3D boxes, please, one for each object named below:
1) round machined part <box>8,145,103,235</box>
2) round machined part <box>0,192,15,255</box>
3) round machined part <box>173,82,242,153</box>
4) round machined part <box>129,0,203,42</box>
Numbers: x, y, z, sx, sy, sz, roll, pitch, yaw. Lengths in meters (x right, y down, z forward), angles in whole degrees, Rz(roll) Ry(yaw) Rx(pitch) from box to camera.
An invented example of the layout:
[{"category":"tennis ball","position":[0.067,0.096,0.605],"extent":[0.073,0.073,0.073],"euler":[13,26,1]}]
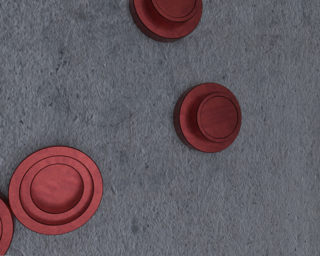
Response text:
[{"category":"round machined part","position":[-0.118,0.068,0.356],"extent":[0.099,0.042,0.097],"euler":[0,90,-20]},{"category":"round machined part","position":[-0.205,0.104,0.324],"extent":[0.099,0.042,0.097],"euler":[0,90,-20]},{"category":"round machined part","position":[0.072,-0.014,0.426],"extent":[0.099,0.042,0.097],"euler":[0,90,-20]},{"category":"round machined part","position":[0.012,-0.165,0.404],"extent":[0.099,0.042,0.097],"euler":[0,90,-20]}]
